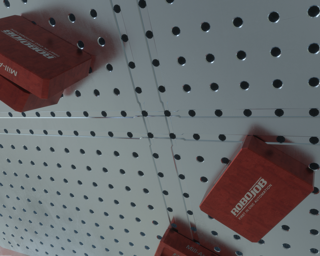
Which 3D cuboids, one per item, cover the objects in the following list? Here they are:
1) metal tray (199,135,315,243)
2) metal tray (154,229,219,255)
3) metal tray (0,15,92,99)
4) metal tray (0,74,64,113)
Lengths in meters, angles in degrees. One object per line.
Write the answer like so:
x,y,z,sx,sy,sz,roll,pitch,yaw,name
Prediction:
0.118,0.082,0.397,0.090,0.030,0.129,31,129,8,metal tray
0.054,0.236,0.525,0.130,0.030,0.089,26,128,12,metal tray
-0.168,-0.096,0.399,0.130,0.090,0.030,30,128,9,metal tray
-0.212,-0.076,0.431,0.130,0.090,0.030,34,108,5,metal tray
